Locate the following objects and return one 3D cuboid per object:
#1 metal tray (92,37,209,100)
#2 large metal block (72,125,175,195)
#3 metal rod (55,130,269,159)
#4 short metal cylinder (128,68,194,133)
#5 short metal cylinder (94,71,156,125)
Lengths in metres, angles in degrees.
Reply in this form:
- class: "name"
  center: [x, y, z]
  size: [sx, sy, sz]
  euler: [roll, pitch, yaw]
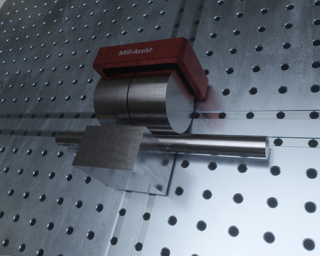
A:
- class: "metal tray"
  center: [-0.012, -0.072, 0.412]
  size: [0.130, 0.090, 0.030]
  euler: [1, 63, 29]
- class: "large metal block"
  center: [-0.040, 0.038, 0.365]
  size: [0.080, 0.080, 0.050]
  euler: [1, 62, 28]
- class: "metal rod"
  center: [-0.018, 0.018, 0.401]
  size: [0.300, 0.025, 0.025]
  euler: [1, 62, 28]
- class: "short metal cylinder"
  center: [0.004, -0.034, 0.388]
  size: [0.050, 0.080, 0.080]
  euler: [2, 63, 29]
- class: "short metal cylinder"
  center: [-0.042, -0.034, 0.412]
  size: [0.050, 0.080, 0.080]
  euler: [1, 62, 28]
